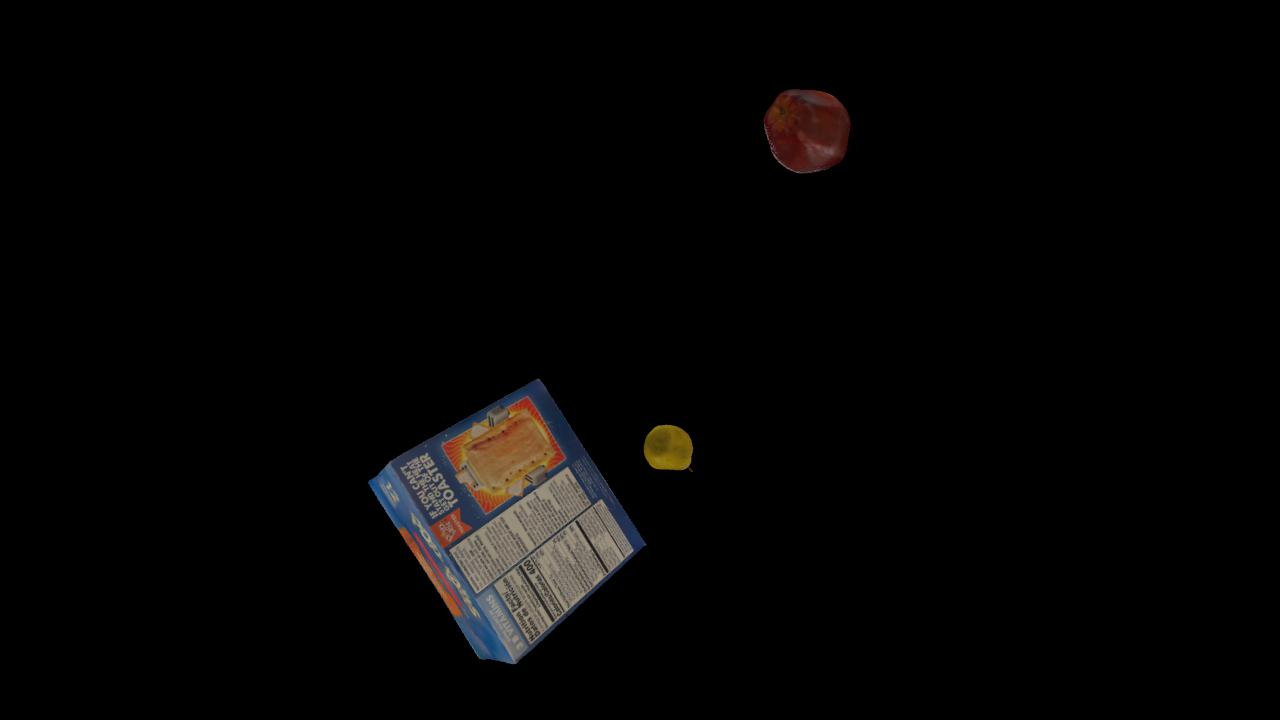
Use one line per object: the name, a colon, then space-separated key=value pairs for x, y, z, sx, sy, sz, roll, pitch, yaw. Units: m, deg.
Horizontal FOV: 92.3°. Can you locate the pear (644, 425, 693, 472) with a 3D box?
pear: x=0.053 y=0.151 z=0.997 sx=0.080 sy=0.080 sz=0.111 roll=0 pitch=-31 yaw=24

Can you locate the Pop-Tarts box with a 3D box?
Pop-Tarts box: x=-0.105 y=0.125 z=0.497 sx=0.141 sy=0.167 sz=0.083 roll=-32 pitch=-2 yaw=-39

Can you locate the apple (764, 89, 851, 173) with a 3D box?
apple: x=0.165 y=-0.228 z=0.613 sx=0.093 sy=0.079 sz=0.079 roll=5 pitch=-4 yaw=-43
